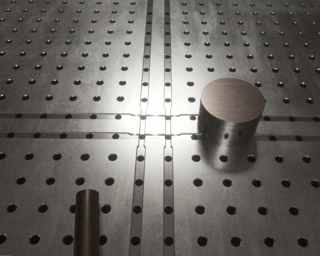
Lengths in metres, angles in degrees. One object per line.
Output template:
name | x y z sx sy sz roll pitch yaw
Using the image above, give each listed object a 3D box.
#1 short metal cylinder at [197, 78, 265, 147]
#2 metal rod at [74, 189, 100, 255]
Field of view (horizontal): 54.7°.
short metal cylinder | 0.092 -0.021 0.410 0.081 0.050 0.080 0 50 0
metal rod | -0.060 0.188 0.248 0.025 0.025 0.300 -6 50 -5
